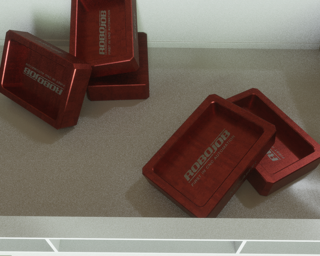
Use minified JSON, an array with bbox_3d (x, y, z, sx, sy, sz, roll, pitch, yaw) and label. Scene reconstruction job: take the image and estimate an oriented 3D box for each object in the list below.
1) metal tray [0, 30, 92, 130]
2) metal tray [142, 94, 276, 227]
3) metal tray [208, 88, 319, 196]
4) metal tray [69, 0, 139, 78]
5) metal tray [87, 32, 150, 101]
[{"bbox_3d":[-0.159,-0.066,0.415,0.130,0.089,0.030,29,21,21],"label":"metal tray"},{"bbox_3d":[0.056,0.031,0.349,0.090,0.030,0.130,34,73,30],"label":"metal tray"},{"bbox_3d":[0.126,0.011,0.393,0.091,0.030,0.130,-23,54,-19],"label":"metal tray"},{"bbox_3d":[-0.079,-0.138,0.441,0.090,0.030,0.129,-7,70,9],"label":"metal tray"},{"bbox_3d":[-0.064,-0.099,0.485,0.091,0.030,0.130,-2,50,-2],"label":"metal tray"}]
